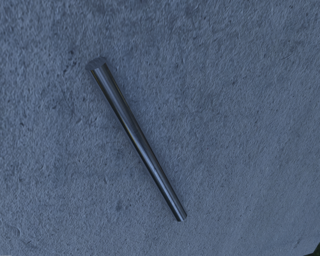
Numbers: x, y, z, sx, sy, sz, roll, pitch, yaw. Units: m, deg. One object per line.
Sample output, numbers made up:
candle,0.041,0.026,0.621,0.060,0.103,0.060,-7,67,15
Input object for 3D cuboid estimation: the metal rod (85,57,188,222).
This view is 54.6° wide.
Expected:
metal rod,-0.017,0.038,0.420,0.025,0.025,0.299,-32,129,-8
